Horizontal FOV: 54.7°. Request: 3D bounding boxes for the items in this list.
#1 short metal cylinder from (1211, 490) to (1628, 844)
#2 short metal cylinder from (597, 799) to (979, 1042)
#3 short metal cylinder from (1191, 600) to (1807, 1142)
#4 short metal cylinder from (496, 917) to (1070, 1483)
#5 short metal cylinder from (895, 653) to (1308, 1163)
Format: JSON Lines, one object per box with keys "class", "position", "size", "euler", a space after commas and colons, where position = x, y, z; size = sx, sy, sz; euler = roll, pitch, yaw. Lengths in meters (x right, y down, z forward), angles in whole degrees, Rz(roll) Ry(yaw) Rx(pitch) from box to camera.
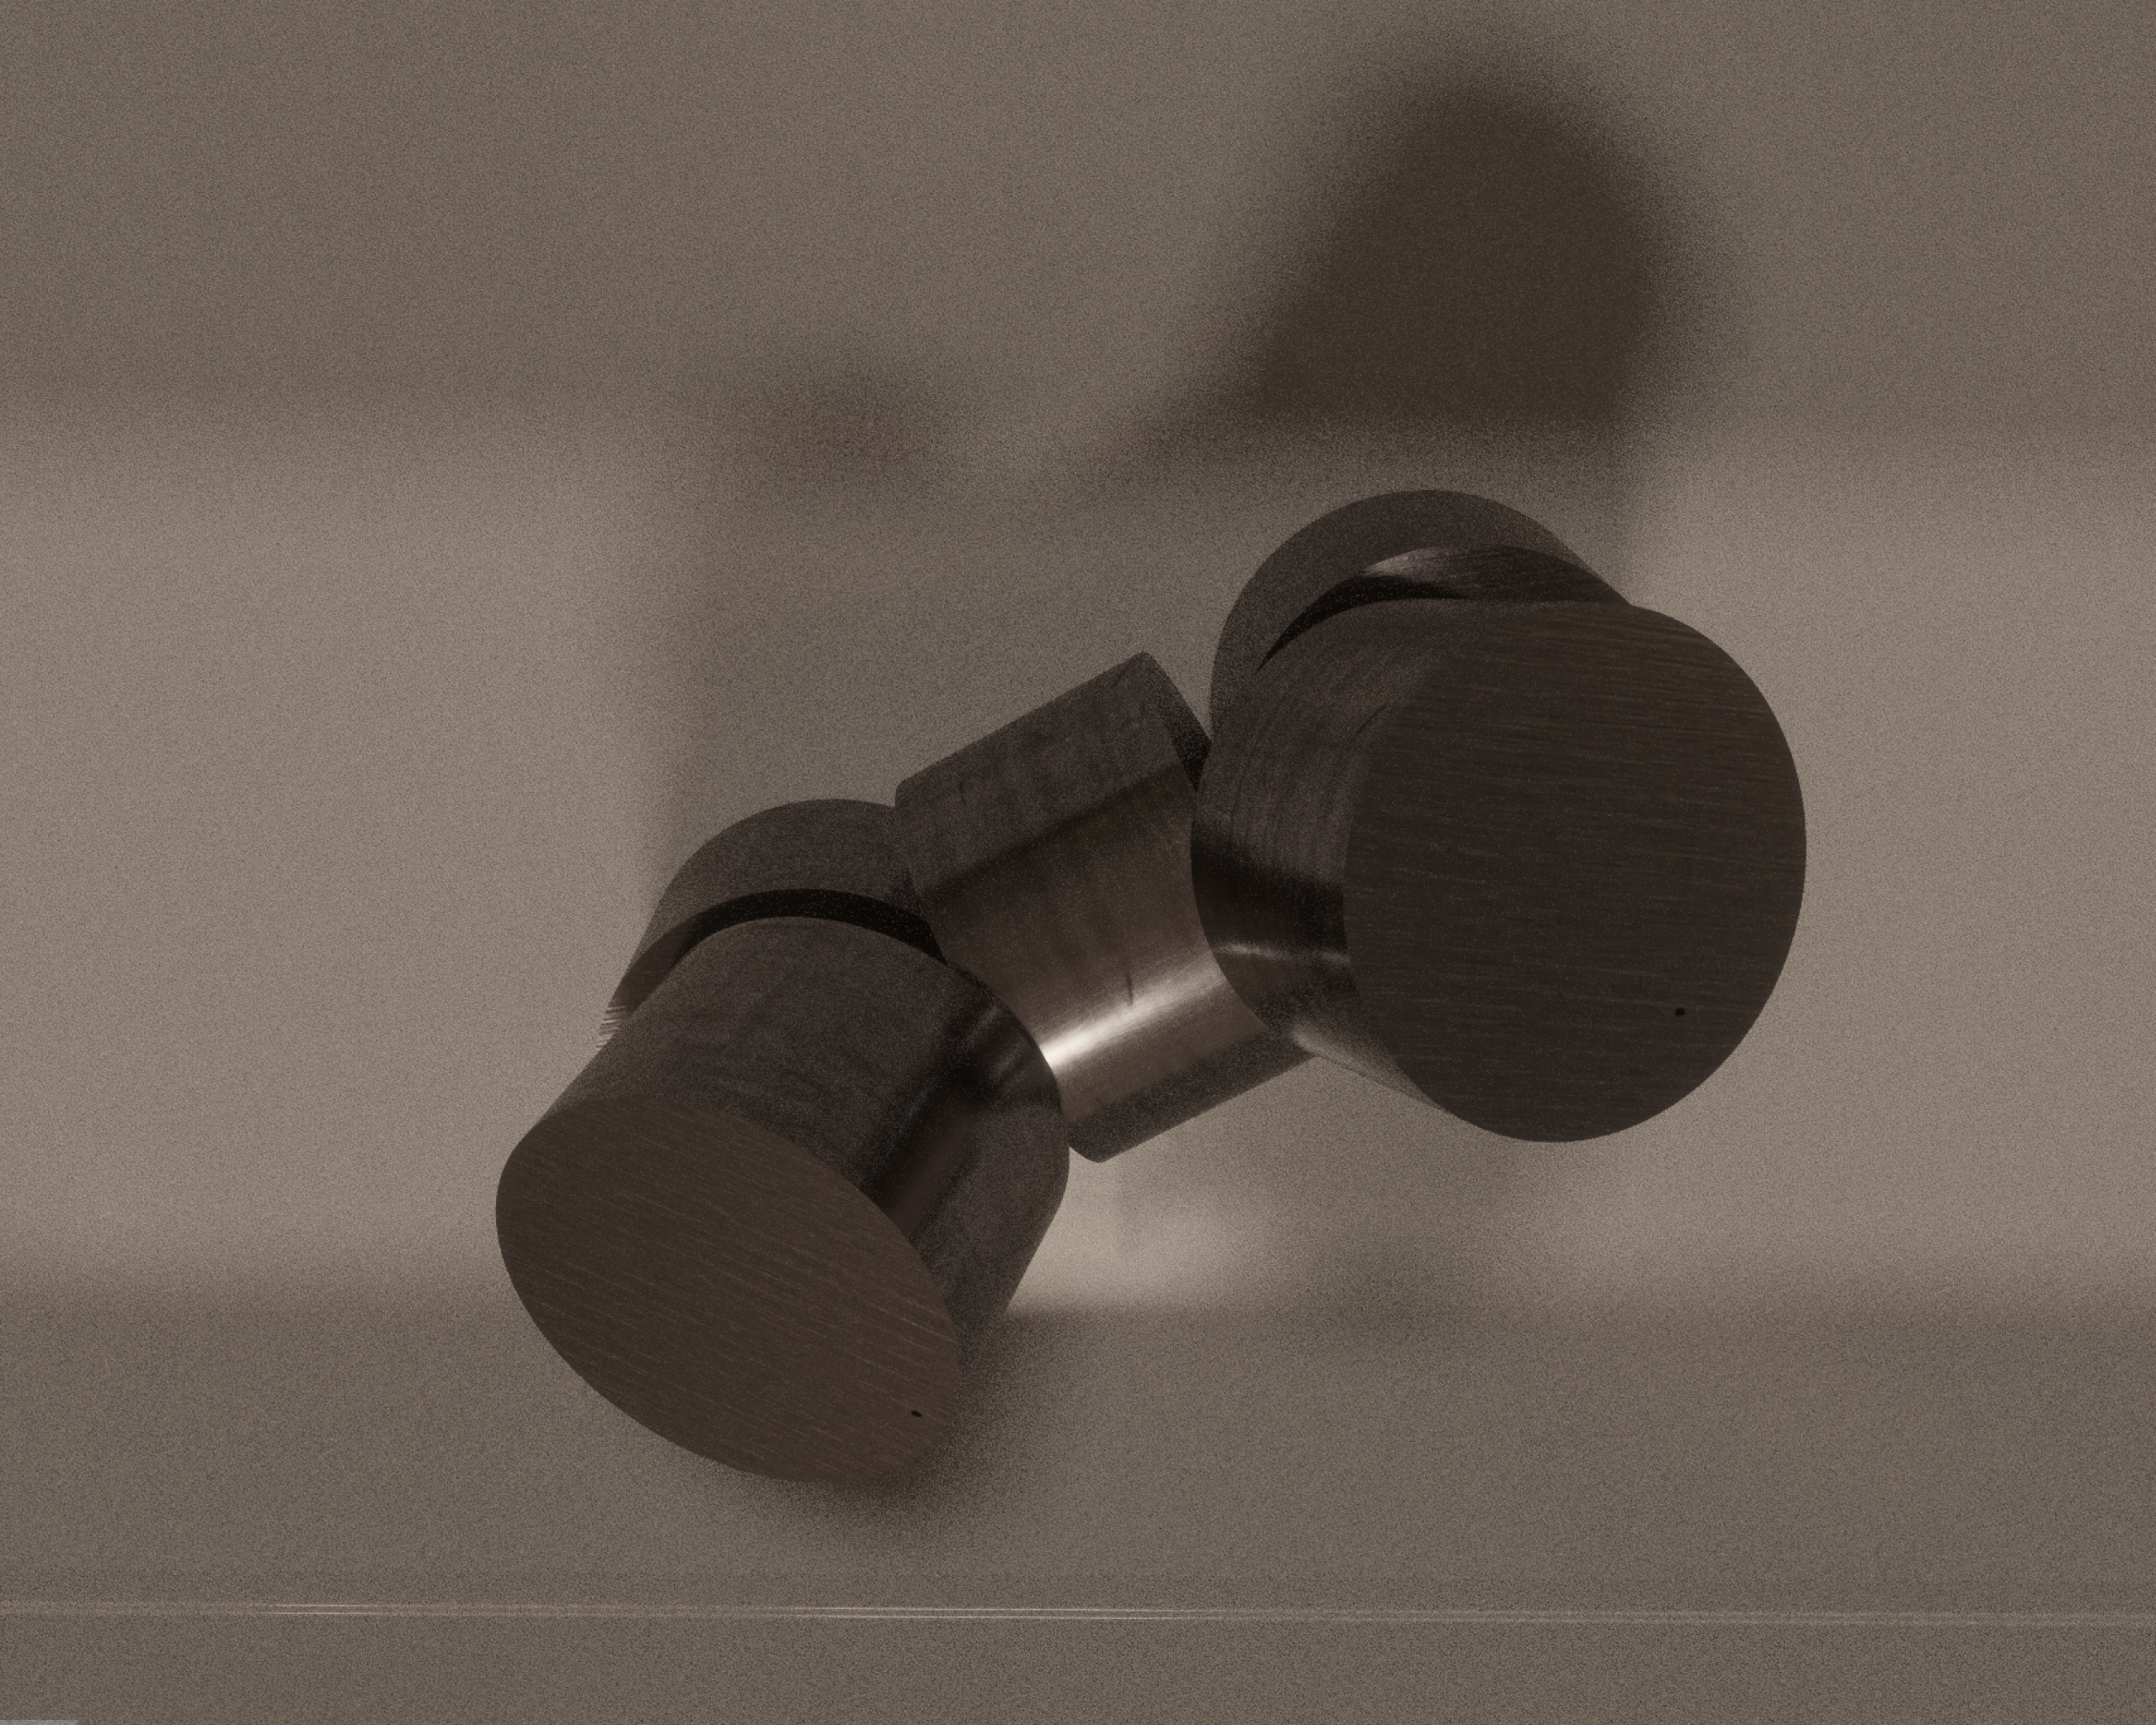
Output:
{"class": "short metal cylinder", "position": [0.067, -0.025, 0.388], "size": [0.081, 0.050, 0.079], "euler": [0, 110, -1]}
{"class": "short metal cylinder", "position": [-0.049, 0.033, 0.408], "size": [0.081, 0.050, 0.079], "euler": [0, 110, -1]}
{"class": "short metal cylinder", "position": [0.065, -0.001, 0.327], "size": [0.081, 0.050, 0.079], "euler": [-3, 98, -22]}
{"class": "short metal cylinder", "position": [-0.048, 0.056, 0.348], "size": [0.080, 0.050, 0.079], "euler": [11, 125, 16]}
{"class": "short metal cylinder", "position": [0.009, 0.008, 0.383], "size": [0.050, 0.080, 0.080], "euler": [-28, 108, 9]}
